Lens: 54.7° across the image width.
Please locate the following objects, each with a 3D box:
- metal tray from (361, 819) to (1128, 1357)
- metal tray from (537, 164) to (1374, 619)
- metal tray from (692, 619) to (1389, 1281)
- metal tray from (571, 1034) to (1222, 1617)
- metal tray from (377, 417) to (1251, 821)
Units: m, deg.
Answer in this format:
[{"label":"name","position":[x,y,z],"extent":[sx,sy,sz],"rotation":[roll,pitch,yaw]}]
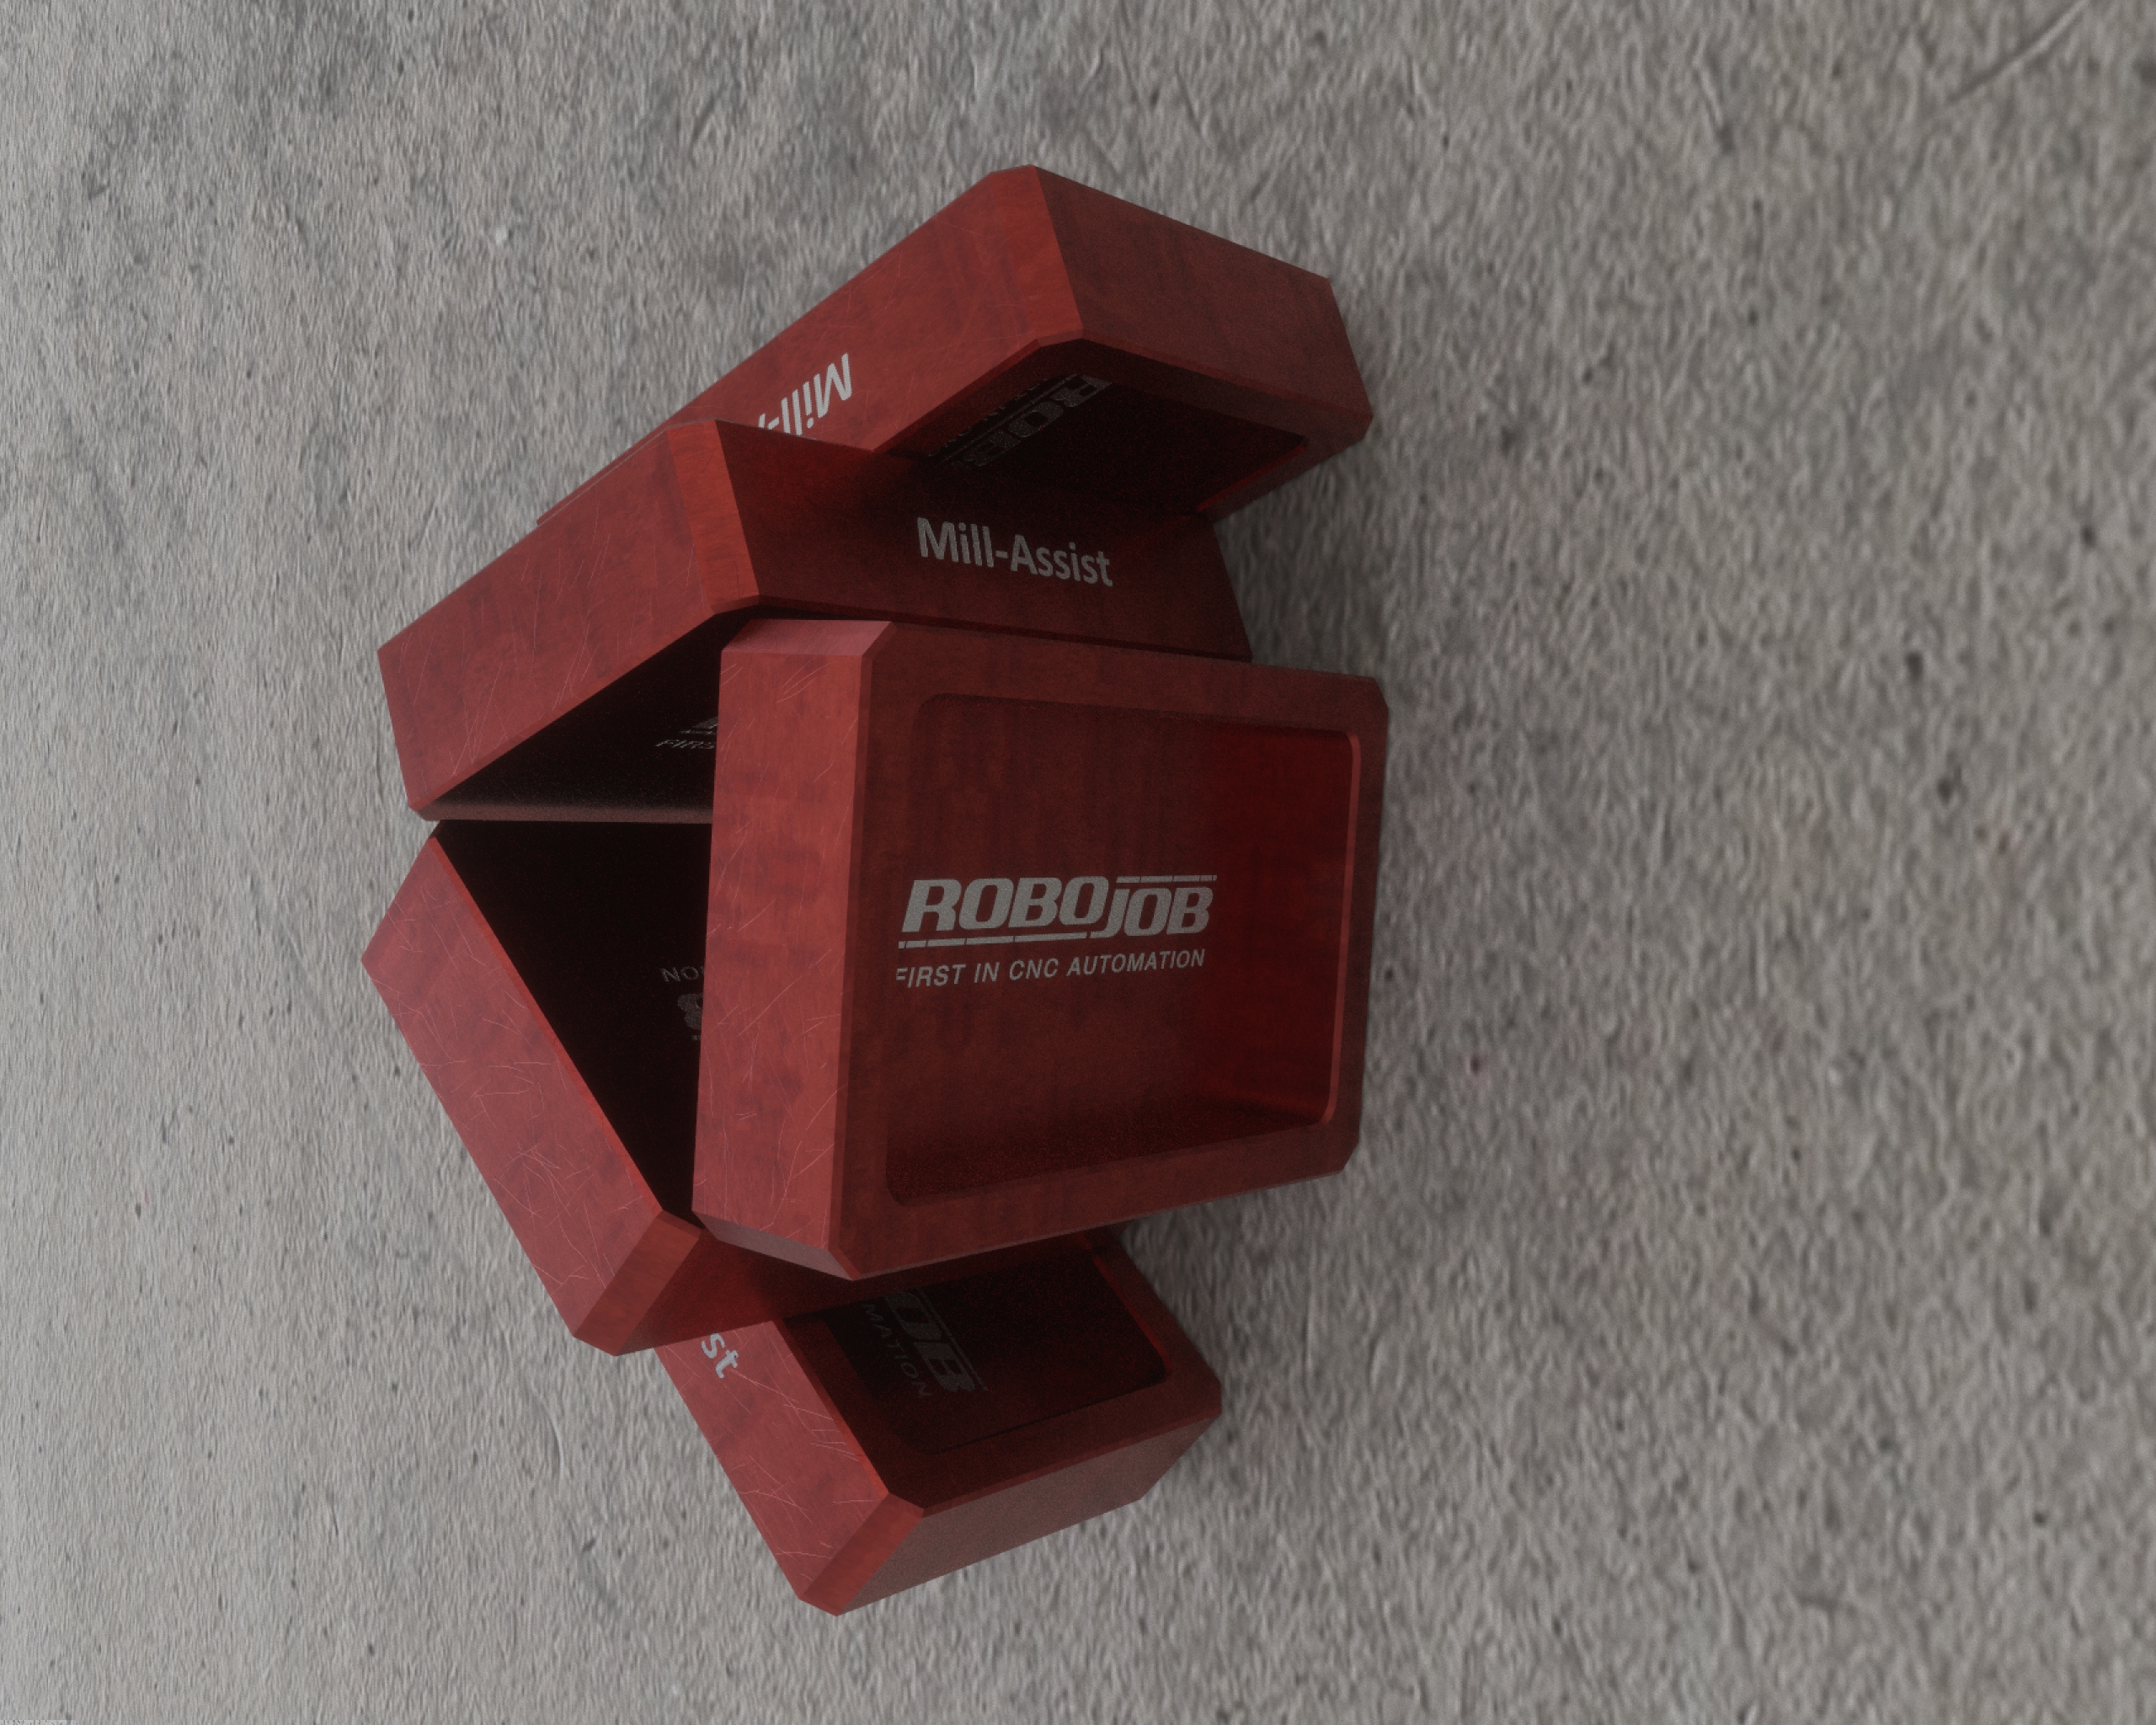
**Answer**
[{"label":"metal tray","position":[-0.049,0.034,0.377],"extent":[0.090,0.131,0.030],"rotation":[51,120,27]},{"label":"metal tray","position":[-0.024,-0.070,0.382],"extent":[0.130,0.091,0.030],"rotation":[-25,74,37]},{"label":"metal tray","position":[0.000,0.011,0.336],"extent":[0.030,0.131,0.089],"rotation":[6,94,40]},{"label":"metal tray","position":[-0.042,0.069,0.397],"extent":[0.130,0.091,0.030],"rotation":[51,120,27]},{"label":"metal tray","position":[-0.042,-0.036,0.371],"extent":[0.090,0.131,0.030],"rotation":[-25,74,37]}]
